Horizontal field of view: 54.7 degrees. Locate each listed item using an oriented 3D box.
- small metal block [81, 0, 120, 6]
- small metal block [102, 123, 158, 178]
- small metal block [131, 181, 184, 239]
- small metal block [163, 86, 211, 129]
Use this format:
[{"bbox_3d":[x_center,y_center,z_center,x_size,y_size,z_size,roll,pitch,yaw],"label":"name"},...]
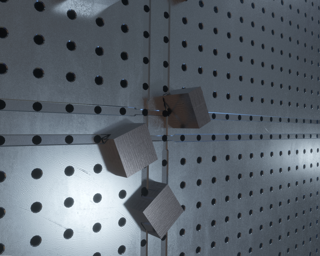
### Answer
[{"bbox_3d":[-0.065,-0.158,0.340,0.050,0.050,0.025,-6,94,-40],"label":"small metal block"},{"bbox_3d":[-0.036,0.026,0.381,0.050,0.025,0.050,-28,108,-37],"label":"small metal block"},{"bbox_3d":[-0.002,0.108,0.410,0.050,0.025,0.050,-44,117,-31],"label":"small metal block"},{"bbox_3d":[0.036,-0.027,0.426,0.025,0.050,0.050,-31,110,-36],"label":"small metal block"}]
